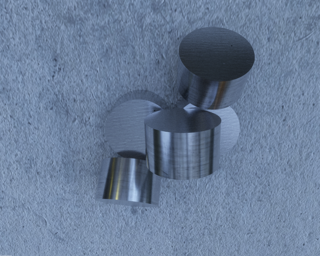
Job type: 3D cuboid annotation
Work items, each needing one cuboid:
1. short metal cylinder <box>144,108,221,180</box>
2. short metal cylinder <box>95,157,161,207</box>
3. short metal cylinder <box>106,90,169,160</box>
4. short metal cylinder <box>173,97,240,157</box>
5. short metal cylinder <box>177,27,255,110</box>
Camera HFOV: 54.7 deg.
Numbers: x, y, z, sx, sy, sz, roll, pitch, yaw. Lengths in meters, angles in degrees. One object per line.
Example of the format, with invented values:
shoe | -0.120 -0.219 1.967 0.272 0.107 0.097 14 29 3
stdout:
short metal cylinder | 0.024 0.014 0.334 0.081 0.080 0.050 -1 110 0
short metal cylinder | -0.039 0.072 0.401 0.081 0.080 0.050 7 71 -3
short metal cylinder | -0.025 -0.004 0.395 0.081 0.050 0.079 0 110 -1
short metal cylinder | 0.056 -0.006 0.396 0.081 0.050 0.079 0 110 -1
short metal cylinder | 0.060 -0.067 0.350 0.081 0.080 0.050 1 148 -1
